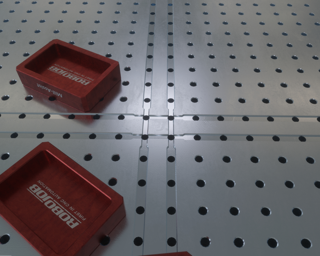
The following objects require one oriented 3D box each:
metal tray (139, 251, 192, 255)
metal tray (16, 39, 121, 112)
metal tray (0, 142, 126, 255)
[{"bbox_3d":[-0.009,0.176,0.256,0.091,0.030,0.130,-4,50,-3],"label":"metal tray"},{"bbox_3d":[-0.138,-0.084,0.474,0.130,0.030,0.090,23,54,18],"label":"metal tray"},{"bbox_3d":[-0.114,0.080,0.336,0.130,0.030,0.090,31,56,23],"label":"metal tray"}]
